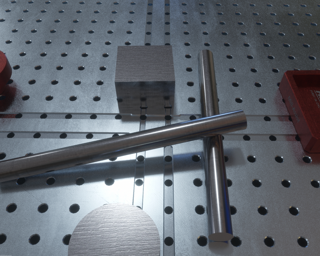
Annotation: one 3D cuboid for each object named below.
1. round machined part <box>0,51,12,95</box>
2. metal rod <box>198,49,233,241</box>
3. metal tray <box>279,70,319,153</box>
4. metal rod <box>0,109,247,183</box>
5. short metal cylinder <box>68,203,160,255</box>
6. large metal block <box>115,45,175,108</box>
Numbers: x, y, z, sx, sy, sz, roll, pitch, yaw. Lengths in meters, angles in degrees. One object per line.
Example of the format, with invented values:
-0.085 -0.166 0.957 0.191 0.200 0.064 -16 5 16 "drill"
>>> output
-0.268 -0.073 0.455 0.099 0.042 0.098 0 50 0 "round machined part"
0.068 -0.004 0.411 0.025 0.025 0.300 2 50 1 "metal rod"
0.230 -0.028 0.430 0.091 0.030 0.130 -1 50 -1 "metal tray"
-0.046 0.021 0.370 0.302 0.025 0.025 -12 51 -3 "metal rod"
-0.040 0.119 0.291 0.081 0.050 0.080 0 50 0 "short metal cylinder"
-0.021 -0.077 0.456 0.081 0.050 0.080 -1 50 -2 "large metal block"
